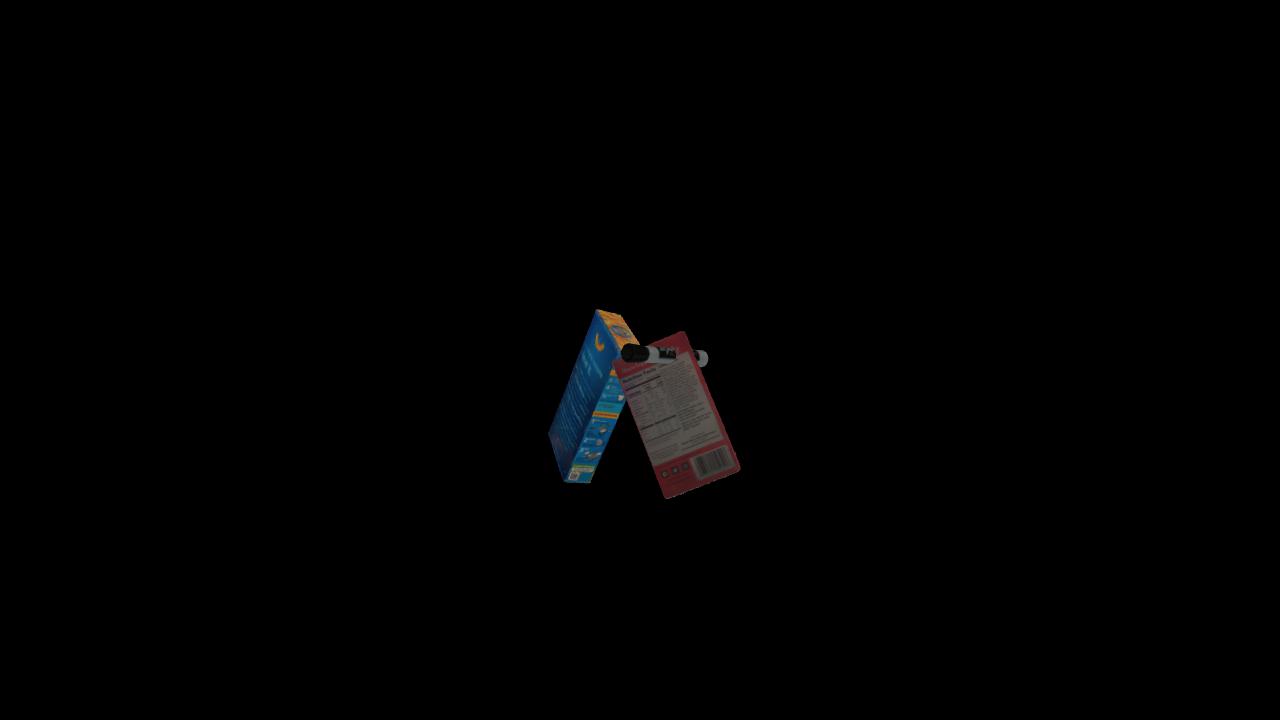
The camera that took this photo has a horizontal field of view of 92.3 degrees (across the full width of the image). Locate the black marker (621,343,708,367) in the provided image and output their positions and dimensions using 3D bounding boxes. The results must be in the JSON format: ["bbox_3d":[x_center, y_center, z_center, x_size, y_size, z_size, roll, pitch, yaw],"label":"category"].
[{"bbox_3d":[0.026,-0.004,0.631,0.020,0.020,0.121,0,-3,44],"label":"black marker"}]

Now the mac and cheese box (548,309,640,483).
[{"bbox_3d":[-0.055,0.044,0.718,0.041,0.184,0.093,10,29,-27],"label":"mac and cheese box"}]

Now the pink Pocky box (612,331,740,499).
[{"bbox_3d":[0.037,0.056,0.638,0.084,0.155,0.029,-23,-9,8],"label":"pink Pocky box"}]
